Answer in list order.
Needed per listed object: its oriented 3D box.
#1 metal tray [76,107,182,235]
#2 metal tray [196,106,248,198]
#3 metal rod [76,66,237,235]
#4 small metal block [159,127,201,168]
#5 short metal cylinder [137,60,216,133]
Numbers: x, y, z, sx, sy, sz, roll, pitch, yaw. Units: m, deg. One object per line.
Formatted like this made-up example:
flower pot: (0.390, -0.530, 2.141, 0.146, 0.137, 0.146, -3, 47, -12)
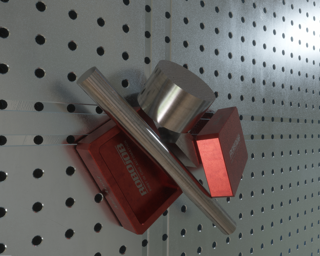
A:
metal tray: (-0.030, 0.050, 0.376, 0.091, 0.030, 0.129, -39, 114, -33)
metal tray: (0.095, 0.030, 0.448, 0.131, 0.030, 0.089, -40, 117, -59)
metal rod: (0.014, 0.046, 0.377, 0.300, 0.025, 0.025, 49, 61, -29)
small metal block: (0.023, 0.025, 0.407, 0.050, 0.050, 0.025, 48, 61, -30)
short metal cylinder: (0.020, -0.039, 0.378, 0.081, 0.080, 0.050, 10, 125, -40)
